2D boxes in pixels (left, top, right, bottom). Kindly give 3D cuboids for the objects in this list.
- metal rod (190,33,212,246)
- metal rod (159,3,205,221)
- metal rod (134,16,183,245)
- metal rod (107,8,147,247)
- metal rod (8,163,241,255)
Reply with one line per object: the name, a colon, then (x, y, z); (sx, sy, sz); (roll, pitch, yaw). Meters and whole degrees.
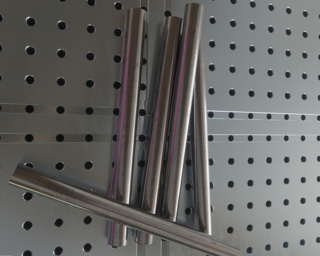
metal rod: (0.055, 0.020, 0.434); (0.025, 0.025, 0.298); (-3, 91, -20)
metal rod: (0.027, -0.011, 0.411); (0.025, 0.025, 0.298); (6, 93, -20)
metal rod: (-0.001, 0.001, 0.413); (0.025, 0.025, 0.298); (9, 87, -20)
metal rod: (-0.042, -0.002, 0.397); (0.025, 0.025, 0.298); (5, 88, -20)
metal rod: (-0.027, 0.111, 0.376); (0.302, 0.025, 0.025); (26, 81, -19)
